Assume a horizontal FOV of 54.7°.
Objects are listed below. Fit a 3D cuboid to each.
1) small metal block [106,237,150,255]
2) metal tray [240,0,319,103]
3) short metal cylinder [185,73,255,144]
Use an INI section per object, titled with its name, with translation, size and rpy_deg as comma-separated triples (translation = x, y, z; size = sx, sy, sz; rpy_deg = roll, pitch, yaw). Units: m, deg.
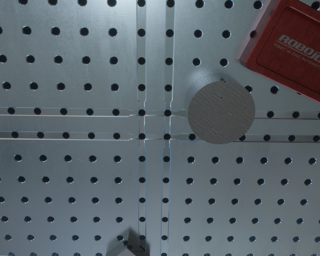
[small metal block]
translation = -0.052, 0.210, 0.490
size = 0.050, 0.025, 0.050
rpy_deg = -40, 106, 13
[metal tray]
translation = 0.178, -0.091, 0.379
size = 0.131, 0.030, 0.089
rpy_deg = 23, 108, -9
[short metal cylinder]
translation = 0.073, -0.026, 0.392
size = 0.081, 0.050, 0.079
rpy_deg = 0, 110, -1
